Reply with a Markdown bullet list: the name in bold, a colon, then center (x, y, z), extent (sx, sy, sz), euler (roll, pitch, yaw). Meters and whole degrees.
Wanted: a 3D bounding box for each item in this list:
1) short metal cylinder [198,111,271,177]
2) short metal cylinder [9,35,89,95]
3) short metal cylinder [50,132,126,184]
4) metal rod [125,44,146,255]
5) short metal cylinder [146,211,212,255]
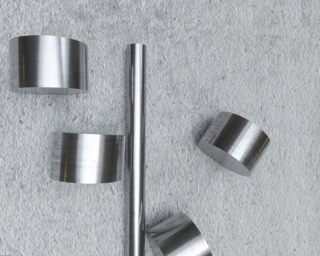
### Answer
- **short metal cylinder**: center (0.099, 0.022, 0.417), extent (0.080, 0.080, 0.050), euler (39, 78, -16)
- **short metal cylinder**: center (-0.119, -0.064, 0.336), extent (0.081, 0.080, 0.050), euler (-1, 91, -20)
- **short metal cylinder**: center (-0.081, 0.031, 0.350), extent (0.081, 0.080, 0.050), euler (4, 89, -20)
- **metal rod**: center (-0.031, 0.044, 0.397), extent (0.025, 0.025, 0.298), euler (0, 90, -20)
- **short metal cylinder**: center (0.024, 0.153, 0.389), extent (0.050, 0.080, 0.080), euler (-25, 99, -18)
